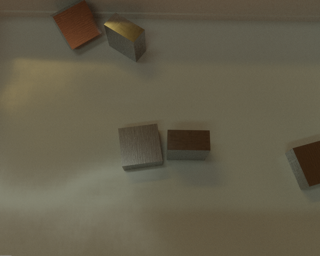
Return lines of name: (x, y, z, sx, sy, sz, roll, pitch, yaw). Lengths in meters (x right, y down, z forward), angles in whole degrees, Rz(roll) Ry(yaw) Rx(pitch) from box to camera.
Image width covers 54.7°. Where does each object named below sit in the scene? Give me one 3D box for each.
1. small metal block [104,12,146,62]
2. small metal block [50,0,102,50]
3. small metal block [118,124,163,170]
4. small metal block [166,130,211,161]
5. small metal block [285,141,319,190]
small metal block: (-0.049, -0.128, 0.443, 0.050, 0.050, 0.025, 33, 73, 11)
small metal block: (-0.121, -0.150, 0.447, 0.050, 0.050, 0.025, -34, 34, -12)
small metal block: (-0.025, 0.025, 0.400, 0.050, 0.025, 0.050, -7, 70, -3)
small metal block: (0.034, 0.022, 0.389, 0.050, 0.050, 0.025, 1, 70, 0)
small metal block: (0.198, 0.046, 0.395, 0.050, 0.025, 0.050, -15, 71, -6)
